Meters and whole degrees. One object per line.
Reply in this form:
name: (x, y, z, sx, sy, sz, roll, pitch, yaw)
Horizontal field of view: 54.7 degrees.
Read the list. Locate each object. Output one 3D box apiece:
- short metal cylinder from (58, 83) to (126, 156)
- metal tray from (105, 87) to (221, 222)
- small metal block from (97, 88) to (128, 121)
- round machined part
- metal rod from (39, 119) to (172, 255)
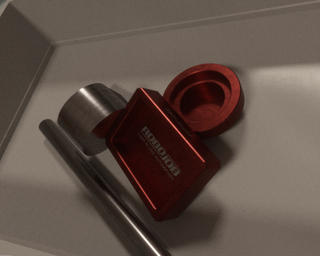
short metal cylinder: (-0.081, -0.010, 0.397, 0.050, 0.080, 0.080, 43, 86, 17)
metal tray: (-0.004, 0.027, 0.353, 0.130, 0.030, 0.090, 51, 118, 32)
small metal block: (-0.084, -0.033, 0.468, 0.050, 0.025, 0.050, 31, 78, 38)
round machined part: (0.055, -0.028, 0.382, 0.098, 0.042, 0.098, -13, 56, 20)
metal rod: (-0.090, 0.068, 0.409, 0.025, 0.025, 0.300, -48, 52, -6)
